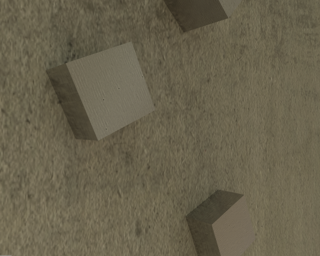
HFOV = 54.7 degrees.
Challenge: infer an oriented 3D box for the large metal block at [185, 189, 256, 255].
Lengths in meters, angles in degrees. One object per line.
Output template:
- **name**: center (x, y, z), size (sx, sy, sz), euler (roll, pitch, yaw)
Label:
- **large metal block**: center (0.094, 0.152, 0.470), size (0.081, 0.050, 0.080), euler (-28, 108, -37)

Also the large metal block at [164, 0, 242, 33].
- **large metal block**: center (0.052, -0.184, 0.414), size (0.080, 0.080, 0.050), euler (51, 60, -28)

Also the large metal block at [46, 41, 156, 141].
- **large metal block**: center (-0.062, -0.040, 0.338), size (0.081, 0.050, 0.080), euler (-31, 110, -36)
